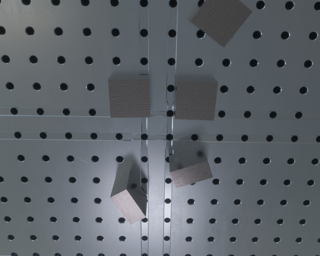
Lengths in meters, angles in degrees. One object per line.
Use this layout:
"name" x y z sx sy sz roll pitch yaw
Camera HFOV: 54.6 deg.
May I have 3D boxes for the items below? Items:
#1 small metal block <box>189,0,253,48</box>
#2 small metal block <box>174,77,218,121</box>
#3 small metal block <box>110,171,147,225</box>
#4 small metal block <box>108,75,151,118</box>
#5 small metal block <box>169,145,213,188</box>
"small metal block" 0.070 -0.132 0.365 0.050 0.025 0.050 35 106 -12
"small metal block" 0.045 -0.038 0.400 0.050 0.025 0.050 2 110 -1
"small metal block" -0.042 0.097 0.435 0.025 0.050 0.050 -28 108 10
"small metal block" -0.038 -0.041 0.398 0.050 0.025 0.050 -1 110 0
"small metal block" 0.040 0.051 0.419 0.050 0.050 0.025 -18 109 6
